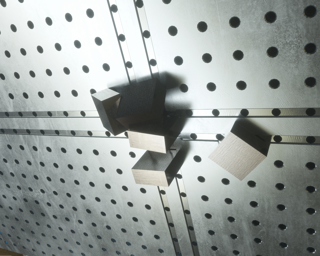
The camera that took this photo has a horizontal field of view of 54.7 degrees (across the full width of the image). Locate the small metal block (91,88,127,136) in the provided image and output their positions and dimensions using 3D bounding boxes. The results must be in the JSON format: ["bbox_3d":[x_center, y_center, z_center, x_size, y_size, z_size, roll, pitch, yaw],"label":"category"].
[{"bbox_3d":[-0.065,-0.022,0.414,0.050,0.025,0.050,29,140,59],"label":"small metal block"}]

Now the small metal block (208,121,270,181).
[{"bbox_3d":[0.096,0.029,0.378,0.050,0.025,0.050,35,129,4],"label":"small metal block"}]

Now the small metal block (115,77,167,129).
[{"bbox_3d":[-0.023,-0.030,0.382,0.050,0.050,0.025,-10,144,28],"label":"small metal block"}]

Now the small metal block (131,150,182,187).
[{"bbox_3d":[-0.003,0.054,0.429,0.050,0.050,0.025,0,118,28],"label":"small metal block"}]

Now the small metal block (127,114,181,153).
[{"bbox_3d":[-0.006,0.005,0.399,0.050,0.050,0.025,8,124,23],"label":"small metal block"}]
